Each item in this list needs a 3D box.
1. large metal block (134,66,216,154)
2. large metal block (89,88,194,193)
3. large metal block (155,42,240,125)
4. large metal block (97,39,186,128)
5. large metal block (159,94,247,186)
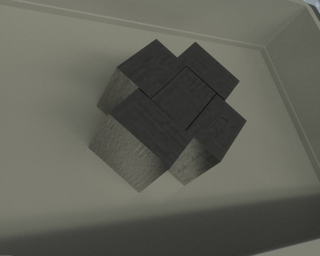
[{"bbox_3d":[0.013,-0.019,0.389,0.050,0.080,0.080,43,51,0],"label":"large metal block"},{"bbox_3d":[-0.024,0.017,0.348,0.080,0.080,0.050,42,51,0],"label":"large metal block"},{"bbox_3d":[0.048,-0.057,0.432,0.080,0.080,0.050,42,51,0],"label":"large metal block"},{"bbox_3d":[-0.024,-0.053,0.389,0.050,0.080,0.080,43,51,0],"label":"large metal block"},{"bbox_3d":[0.051,0.016,0.389,0.050,0.080,0.080,43,51,0],"label":"large metal block"}]
